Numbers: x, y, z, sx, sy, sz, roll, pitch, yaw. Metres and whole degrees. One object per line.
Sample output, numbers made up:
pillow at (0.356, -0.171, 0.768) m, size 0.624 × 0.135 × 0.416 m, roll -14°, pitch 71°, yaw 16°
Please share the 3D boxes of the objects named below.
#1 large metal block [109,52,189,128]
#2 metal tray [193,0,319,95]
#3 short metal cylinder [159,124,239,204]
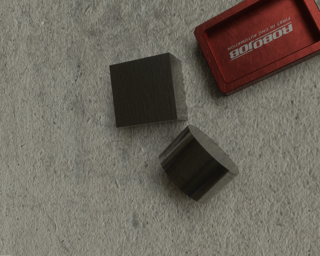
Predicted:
large metal block at (-0.013, -0.045, 0.400) m, size 0.080 × 0.050 × 0.080 m, roll -8°, pitch 87°, yaw 19°
metal tray at (0.117, -0.105, 0.364) m, size 0.130 × 0.030 × 0.090 m, roll -25°, pitch 82°, yaw 18°
short metal cylinder at (0.045, 0.041, 0.364) m, size 0.080 × 0.080 × 0.050 m, roll 46°, pitch 104°, yaw 14°
